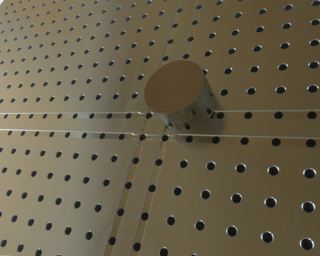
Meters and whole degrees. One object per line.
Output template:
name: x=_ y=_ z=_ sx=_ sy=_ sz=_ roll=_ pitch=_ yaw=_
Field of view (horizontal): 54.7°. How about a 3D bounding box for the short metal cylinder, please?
short metal cylinder: x=0.027 y=-0.041 z=0.402 sx=0.080 sy=0.050 sz=0.080 roll=-13 pitch=56 yaw=20
